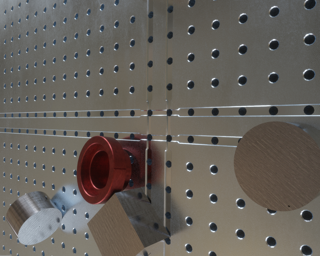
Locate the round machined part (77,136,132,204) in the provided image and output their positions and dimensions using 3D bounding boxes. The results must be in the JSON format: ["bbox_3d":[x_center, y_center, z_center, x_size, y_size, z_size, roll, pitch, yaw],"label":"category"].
[{"bbox_3d":[-0.079,0.062,0.457,0.098,0.042,0.098,-11,75,45],"label":"round machined part"}]

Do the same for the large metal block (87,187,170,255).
[{"bbox_3d":[-0.046,0.142,0.431,0.080,0.050,0.080,-49,61,29],"label":"large metal block"}]

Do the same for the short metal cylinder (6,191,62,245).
[{"bbox_3d":[-0.227,0.163,0.562,0.050,0.081,0.079,35,112,34],"label":"short metal cylinder"}]

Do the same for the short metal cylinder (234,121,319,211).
[{"bbox_3d":[0.119,0.034,0.295,0.080,0.050,0.080,0,90,40],"label":"short metal cylinder"}]
